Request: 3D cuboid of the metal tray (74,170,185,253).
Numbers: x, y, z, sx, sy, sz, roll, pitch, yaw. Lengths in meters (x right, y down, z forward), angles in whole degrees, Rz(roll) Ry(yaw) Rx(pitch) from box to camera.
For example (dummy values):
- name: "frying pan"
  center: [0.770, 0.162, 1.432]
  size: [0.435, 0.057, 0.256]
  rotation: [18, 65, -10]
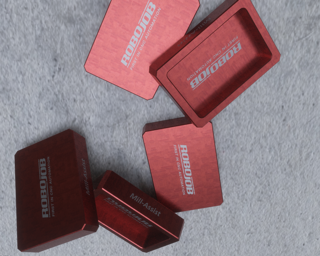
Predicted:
- name: "metal tray"
  center: [-0.043, 0.120, 0.429]
  size: [0.130, 0.030, 0.090]
  rotation: [37, 135, -13]

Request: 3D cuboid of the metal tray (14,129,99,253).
- name: "metal tray"
  center: [-0.132, 0.076, 0.385]
  size: [0.090, 0.130, 0.030]
  rotation: [-22, 151, 11]

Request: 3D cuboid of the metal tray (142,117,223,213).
- name: "metal tray"
  center: [0.033, 0.051, 0.427]
  size: [0.091, 0.030, 0.129]
  rotation: [-10, 110, 3]

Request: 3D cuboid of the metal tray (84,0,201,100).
- name: "metal tray"
  center: [-0.023, -0.109, 0.367]
  size: [0.090, 0.030, 0.129]
  rotation: [25, 108, -9]

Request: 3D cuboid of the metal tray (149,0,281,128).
- name: "metal tray"
  center: [0.064, -0.075, 0.357]
  size: [0.130, 0.030, 0.090]
  rotation: [-41, 116, 0]
